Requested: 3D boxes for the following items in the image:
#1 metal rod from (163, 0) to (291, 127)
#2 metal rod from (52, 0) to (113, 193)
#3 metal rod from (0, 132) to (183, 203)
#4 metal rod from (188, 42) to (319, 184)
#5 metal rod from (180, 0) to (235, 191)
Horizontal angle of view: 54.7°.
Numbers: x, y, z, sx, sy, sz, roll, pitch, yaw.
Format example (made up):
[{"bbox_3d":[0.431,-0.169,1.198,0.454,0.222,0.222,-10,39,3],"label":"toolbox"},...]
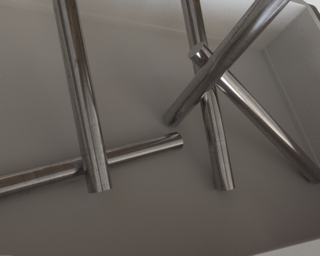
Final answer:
[{"bbox_3d":[0.081,-0.090,0.321,0.025,0.298,0.025,16,51,-21],"label":"metal rod"},{"bbox_3d":[-0.090,-0.083,0.321,0.025,0.025,0.298,-10,87,-33],"label":"metal rod"},{"bbox_3d":[-0.100,0.046,0.324,0.303,0.025,0.025,-13,69,-34],"label":"metal rod"},{"bbox_3d":[0.147,-0.007,0.433,0.301,0.025,0.025,40,48,-25],"label":"metal rod"},{"bbox_3d":[0.059,-0.067,0.410,0.025,0.025,0.298,-10,89,-33],"label":"metal rod"}]
